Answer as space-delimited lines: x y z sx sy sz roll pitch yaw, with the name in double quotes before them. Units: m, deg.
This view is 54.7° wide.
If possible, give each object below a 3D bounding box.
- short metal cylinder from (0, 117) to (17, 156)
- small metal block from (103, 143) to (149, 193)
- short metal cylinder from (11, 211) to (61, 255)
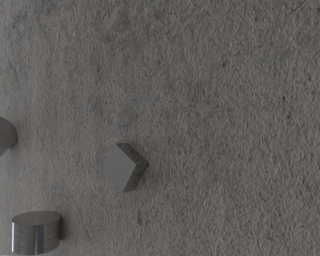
"short metal cylinder" -0.359 0.020 0.666 0.050 0.081 0.080 -36 68 34
"small metal block" -0.050 0.056 0.447 0.050 0.025 0.050 40 114 32
"short metal cylinder" -0.220 0.184 0.551 0.080 0.081 0.050 4 93 40
